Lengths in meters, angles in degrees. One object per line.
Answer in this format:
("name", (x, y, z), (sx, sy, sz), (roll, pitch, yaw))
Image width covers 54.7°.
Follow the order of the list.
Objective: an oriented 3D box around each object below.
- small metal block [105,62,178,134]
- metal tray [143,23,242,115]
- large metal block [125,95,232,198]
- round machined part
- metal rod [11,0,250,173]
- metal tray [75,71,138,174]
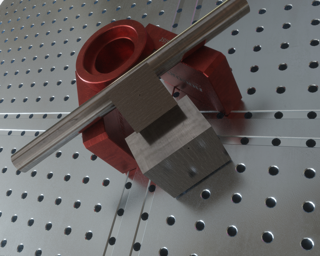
("small metal block", (-0.018, -0.030, 0.314), (0.050, 0.050, 0.025), (-37, 7, 3))
("metal tray", (0.035, -0.075, 0.392), (0.130, 0.090, 0.030), (36, 83, 38))
("large metal block", (0.022, 0.024, 0.342), (0.080, 0.080, 0.050), (-36, 52, 4))
("round machined part", (-0.051, -0.084, 0.386), (0.098, 0.042, 0.098), (-13, 56, 20))
("metal rod", (-0.035, -0.046, 0.338), (0.300, 0.025, 0.025), (-35, 52, 4))
("metal tray", (-0.068, -0.015, 0.409), (0.030, 0.090, 0.130), (-26, 53, 12))
